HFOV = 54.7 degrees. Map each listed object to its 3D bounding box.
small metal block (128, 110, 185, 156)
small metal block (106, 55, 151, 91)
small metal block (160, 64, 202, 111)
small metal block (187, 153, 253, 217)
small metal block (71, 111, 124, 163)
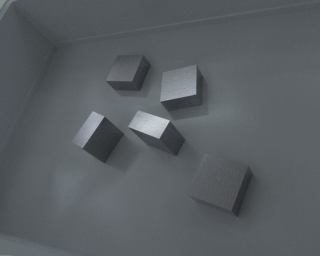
[{"bbox_3d":[-0.003,0.007,0.387,0.050,0.050,0.025,20,72,35],"label":"small metal block"},{"bbox_3d":[-0.049,-0.087,0.485,0.050,0.025,0.050,6,65,31],"label":"small metal block"},{"bbox_3d":[0.030,-0.054,0.423,0.050,0.025,0.050,-9,58,23],"label":"small metal block"},{"bbox_3d":[0.065,0.061,0.334,0.050,0.025,0.050,14,69,33],"label":"small metal block"},{"bbox_3d":[-0.084,0.013,0.426,0.025,0.050,0.050,22,74,36],"label":"small metal block"}]
